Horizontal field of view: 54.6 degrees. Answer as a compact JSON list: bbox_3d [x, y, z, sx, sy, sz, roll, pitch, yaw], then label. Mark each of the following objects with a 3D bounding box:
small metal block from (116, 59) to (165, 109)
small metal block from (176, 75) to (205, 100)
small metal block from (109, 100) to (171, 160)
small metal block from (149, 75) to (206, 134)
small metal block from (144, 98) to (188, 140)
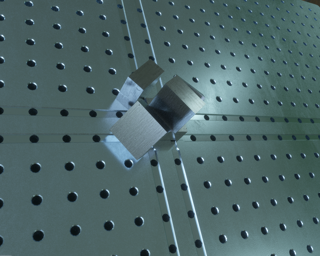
[{"bbox_3d":[-0.027,-0.057,0.412,0.025,0.050,0.050,42,51,0],"label":"small metal block"},{"bbox_3d":[0.035,-0.051,0.440,0.050,0.025,0.050,37,11,-4],"label":"small metal block"},{"bbox_3d":[-0.023,0.002,0.374,0.050,0.050,0.025,47,14,5],"label":"small metal block"},{"bbox_3d":[0.020,-0.029,0.388,0.050,0.050,0.025,46,50,3],"label":"small metal block"},{"bbox_3d":[0.004,-0.011,0.416,0.050,0.025,0.050,1,61,-29],"label":"small metal block"}]
